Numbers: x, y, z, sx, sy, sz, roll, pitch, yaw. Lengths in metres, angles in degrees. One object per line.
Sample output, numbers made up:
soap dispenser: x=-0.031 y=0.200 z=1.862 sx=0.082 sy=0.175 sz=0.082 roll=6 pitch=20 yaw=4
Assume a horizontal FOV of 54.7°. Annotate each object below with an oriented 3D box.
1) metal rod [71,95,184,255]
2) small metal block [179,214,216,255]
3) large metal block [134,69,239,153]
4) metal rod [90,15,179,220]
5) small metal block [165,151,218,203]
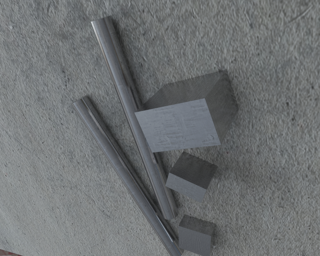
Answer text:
metal rod: x=-0.043 y=0.084 z=0.479 sx=0.025 sy=0.025 sz=0.299 roll=-19 pitch=109 yaw=35
small metal block: x=0.057 y=0.167 z=0.479 sx=0.050 sy=0.025 sz=0.050 roll=11 pitch=123 yaw=21
large metal block: x=0.033 y=-0.019 z=0.341 sx=0.080 sy=0.080 sz=0.050 roll=-9 pitch=114 yaw=32
metal rod: x=-0.027 y=0.002 z=0.420 sx=0.025 sy=0.025 sz=0.298 roll=-4 pitch=117 yaw=30
small metal block: x=0.042 y=0.063 z=0.406 sx=0.050 sy=0.050 sz=0.025 roll=23 pitch=127 yaw=14
